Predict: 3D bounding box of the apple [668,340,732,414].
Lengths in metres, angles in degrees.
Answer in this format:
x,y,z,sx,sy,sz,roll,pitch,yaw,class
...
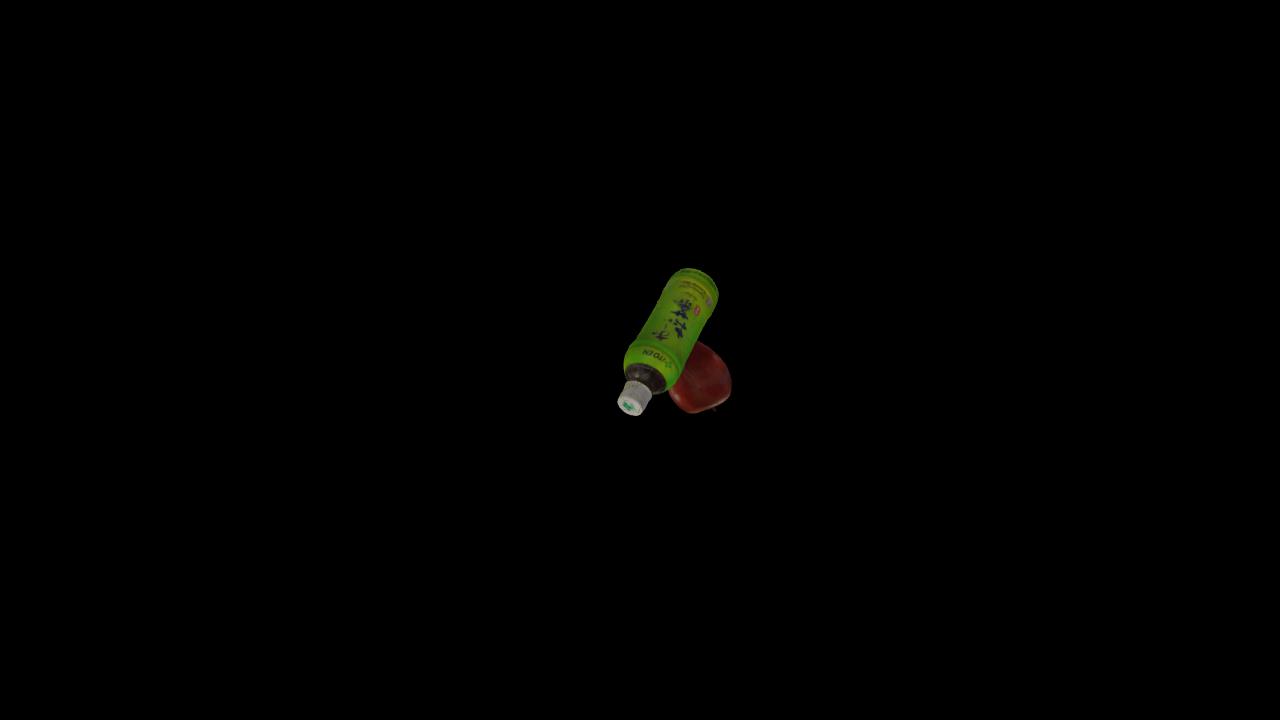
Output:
x,y,z,sx,sy,sz,roll,pitch,yaw,class
0.069,0.021,0.743,0.079,0.093,0.079,-28,-1,-1,apple

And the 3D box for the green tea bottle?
x,y,z,sx,sy,sz,roll,pitch,yaw,class
0.031,-0.021,0.727,0.073,0.073,0.212,0,44,30,green tea bottle
